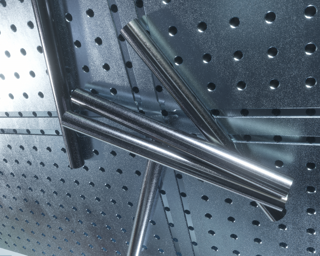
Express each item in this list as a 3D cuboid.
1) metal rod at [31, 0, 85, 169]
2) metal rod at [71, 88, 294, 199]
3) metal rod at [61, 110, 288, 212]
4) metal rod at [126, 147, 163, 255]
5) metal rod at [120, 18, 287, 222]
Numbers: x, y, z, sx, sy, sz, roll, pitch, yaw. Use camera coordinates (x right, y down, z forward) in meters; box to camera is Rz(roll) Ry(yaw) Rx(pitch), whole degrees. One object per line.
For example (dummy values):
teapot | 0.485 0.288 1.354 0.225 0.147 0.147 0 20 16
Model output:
metal rod | -0.144 -0.067 0.443 0.025 0.025 0.298 11 123 22
metal rod | 0.010 0.009 0.386 0.301 0.025 0.025 23 127 22
metal rod | 0.006 0.035 0.394 0.301 0.025 0.025 20 126 16
metal rod | -0.024 0.125 0.499 0.025 0.025 0.298 23 127 14
metal rod | 0.058 -0.003 0.377 0.025 0.025 0.300 -33 101 38
